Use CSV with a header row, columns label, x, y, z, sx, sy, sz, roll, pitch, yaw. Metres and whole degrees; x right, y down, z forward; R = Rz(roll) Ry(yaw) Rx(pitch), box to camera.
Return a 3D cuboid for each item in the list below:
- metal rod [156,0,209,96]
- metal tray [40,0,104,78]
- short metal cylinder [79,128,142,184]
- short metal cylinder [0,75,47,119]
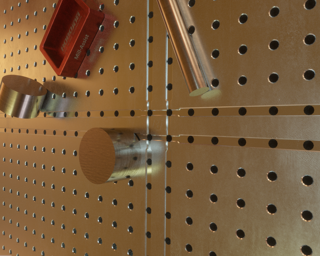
label,x,y,z,sx,sy,sz,roll,pitch,yaw
metal rod,0.004,-0.182,0.406,0.025,0.025,0.299,-28,73,36
metal tray,-0.156,-0.164,0.534,0.090,0.030,0.129,50,119,28
short metal cylinder,-0.074,0.039,0.454,0.080,0.050,0.080,0,90,40
short metal cylinder,-0.265,-0.060,0.593,0.080,0.081,0.050,42,115,32
